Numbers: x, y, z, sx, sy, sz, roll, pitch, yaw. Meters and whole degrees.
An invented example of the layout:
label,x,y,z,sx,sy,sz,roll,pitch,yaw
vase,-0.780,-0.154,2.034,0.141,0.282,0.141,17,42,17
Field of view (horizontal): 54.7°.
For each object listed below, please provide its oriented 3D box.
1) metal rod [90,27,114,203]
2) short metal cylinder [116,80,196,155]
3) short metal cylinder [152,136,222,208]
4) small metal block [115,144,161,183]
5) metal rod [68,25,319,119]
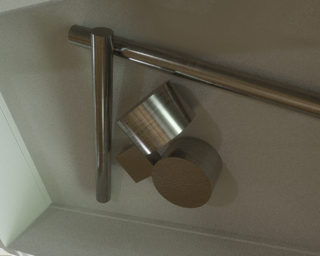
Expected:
label,x,y,z,sx,sy,sz,roll,pitch,yaw
metal rod,-0.080,0.007,0.434,0.025,0.025,0.298,22,132,15
short metal cylinder,-0.005,-0.013,0.367,0.080,0.080,0.050,-32,101,38
short metal cylinder,0.036,0.058,0.408,0.080,0.050,0.079,13,124,20
small metal block,-0.029,0.047,0.451,0.050,0.025,0.050,-32,101,38
metal rod,0.029,-0.069,0.349,0.301,0.025,0.025,20,126,16
